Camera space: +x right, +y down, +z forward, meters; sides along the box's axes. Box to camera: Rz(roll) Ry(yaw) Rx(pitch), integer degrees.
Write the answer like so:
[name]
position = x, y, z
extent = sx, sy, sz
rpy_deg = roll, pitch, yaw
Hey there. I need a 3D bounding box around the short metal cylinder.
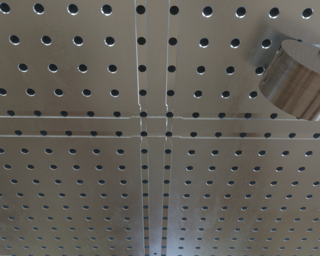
[short metal cylinder]
position = 0.155, -0.052, 0.332
extent = 0.081, 0.080, 0.050
rpy_deg = 12, 129, -11
